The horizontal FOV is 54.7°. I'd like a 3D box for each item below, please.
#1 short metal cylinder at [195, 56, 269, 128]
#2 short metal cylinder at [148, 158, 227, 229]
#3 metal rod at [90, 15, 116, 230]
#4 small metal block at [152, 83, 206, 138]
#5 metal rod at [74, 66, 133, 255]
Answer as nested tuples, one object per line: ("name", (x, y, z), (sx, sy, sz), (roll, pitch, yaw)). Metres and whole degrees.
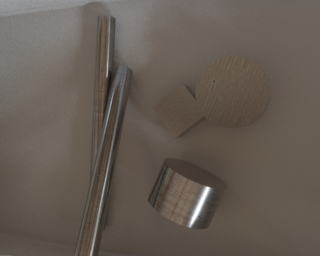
("short metal cylinder", (0.087, -0.040, 0.366), (0.080, 0.050, 0.079), (0, 90, 19))
("short metal cylinder", (0.032, 0.076, 0.369), (0.080, 0.080, 0.050), (25, 98, 18))
("metal rod", (-0.083, -0.005, 0.438), (0.025, 0.025, 0.298), (3, 91, 19))
("small metal block", (0.028, -0.022, 0.400), (0.050, 0.025, 0.050), (-39, 78, 15))
("metal rod", (-0.068, 0.057, 0.368), (0.025, 0.025, 0.299), (-1, 64, 19))
